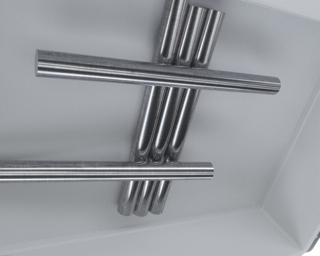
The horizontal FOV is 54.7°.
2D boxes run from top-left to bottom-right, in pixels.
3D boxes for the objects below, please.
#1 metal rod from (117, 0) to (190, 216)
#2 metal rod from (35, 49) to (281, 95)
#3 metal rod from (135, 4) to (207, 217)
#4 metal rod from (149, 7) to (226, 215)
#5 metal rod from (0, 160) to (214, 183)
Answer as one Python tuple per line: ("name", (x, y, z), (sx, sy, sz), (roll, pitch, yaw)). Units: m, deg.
("metal rod", (-0.015, -0.010, 0.393), (0.025, 0.025, 0.298), (0, 118, -29))
("metal rod", (0.022, -0.058, 0.350), (0.303, 0.025, 0.025), (0, 118, -28))
("metal rod", (0.005, -0.005, 0.407), (0.025, 0.025, 0.298), (1, 118, -29))
("metal rod", (0.028, -0.005, 0.418), (0.025, 0.025, 0.298), (1, 118, -29))
("metal rod", (-0.071, 0.053, 0.377), (0.302, 0.025, 0.025), (3, 117, -22))
